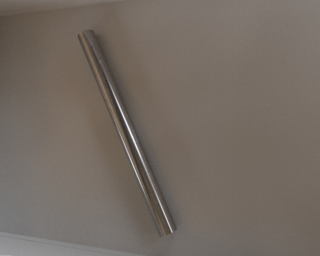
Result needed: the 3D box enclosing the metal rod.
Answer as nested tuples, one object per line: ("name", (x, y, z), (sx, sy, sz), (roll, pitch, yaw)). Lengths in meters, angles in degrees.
("metal rod", (-0.048, 0.001, 0.426), (0.025, 0.025, 0.299), (-26, 82, 18))
